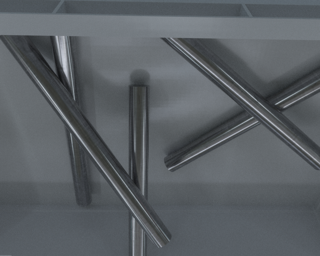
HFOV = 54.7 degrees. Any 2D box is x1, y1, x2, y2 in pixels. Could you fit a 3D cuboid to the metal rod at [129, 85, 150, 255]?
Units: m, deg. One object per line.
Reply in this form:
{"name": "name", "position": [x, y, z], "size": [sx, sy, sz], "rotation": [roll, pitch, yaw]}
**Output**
{"name": "metal rod", "position": [-0.029, 0.093, 0.406], "size": [0.025, 0.025, 0.298], "rotation": [1, 105, -2]}

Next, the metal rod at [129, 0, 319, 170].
{"name": "metal rod", "position": [0.093, -0.040, 0.351], "size": [0.301, 0.025, 0.025], "rotation": [36, 121, -18]}

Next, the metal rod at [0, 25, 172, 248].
{"name": "metal rod", "position": [-0.076, 0.021, 0.358], "size": [0.025, 0.025, 0.299], "rotation": [-28, 104, 21]}

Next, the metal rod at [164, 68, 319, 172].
{"name": "metal rod", "position": [0.130, -0.020, 0.394], "size": [0.300, 0.025, 0.025], "rotation": [-32, 123, 24]}

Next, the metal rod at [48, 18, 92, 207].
{"name": "metal rod", "position": [-0.113, 0.006, 0.412], "size": [0.025, 0.025, 0.298], "rotation": [3, 130, -3]}
